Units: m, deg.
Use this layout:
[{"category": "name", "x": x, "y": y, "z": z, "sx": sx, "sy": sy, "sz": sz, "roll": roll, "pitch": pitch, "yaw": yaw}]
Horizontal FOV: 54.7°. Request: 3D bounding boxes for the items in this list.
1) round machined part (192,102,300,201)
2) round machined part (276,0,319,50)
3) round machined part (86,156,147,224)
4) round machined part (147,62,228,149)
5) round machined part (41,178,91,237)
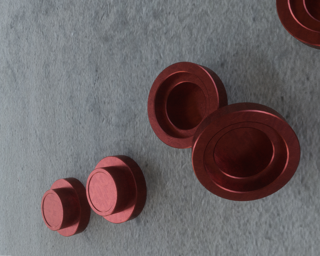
[{"category": "round machined part", "x": 0.080, "y": 0.020, "z": 0.305, "sx": 0.099, "sy": 0.042, "sz": 0.097, "roll": 2, "pitch": 115, "yaw": 4}, {"category": "round machined part", "x": 0.156, "y": -0.115, "z": 0.265, "sx": 0.098, "sy": 0.042, "sz": 0.097, "roll": 0, "pitch": 90, "yaw": 39}, {"category": "round machined part", "x": -0.070, "y": 0.089, "z": 0.449, "sx": 0.098, "sy": 0.042, "sz": 0.097, "roll": 0, "pitch": 90, "yaw": 39}, {"category": "round machined part", "x": 0.035, "y": -0.026, "z": 0.363, "sx": 0.098, "sy": 0.042, "sz": 0.097, "roll": 0, "pitch": 90, "yaw": 39}, {"category": "round machined part", "x": -0.166, "y": 0.136, "z": 0.528, "sx": 0.098, "sy": 0.042, "sz": 0.097, "roll": 0, "pitch": 90, "yaw": 39}]
